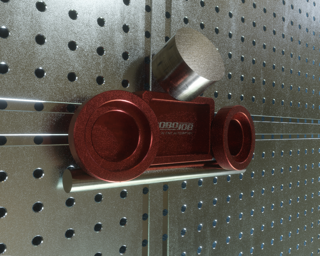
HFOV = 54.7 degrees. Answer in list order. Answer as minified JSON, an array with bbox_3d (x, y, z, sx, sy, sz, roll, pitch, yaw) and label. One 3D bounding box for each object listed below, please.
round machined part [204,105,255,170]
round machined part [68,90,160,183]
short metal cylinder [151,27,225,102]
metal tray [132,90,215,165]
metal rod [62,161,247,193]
[{"bbox_3d":[0.104,0.015,0.475,0.099,0.042,0.097,2,87,-47],"label":"round machined part"},{"bbox_3d":[-0.053,0.009,0.343,0.099,0.042,0.097,2,87,-32],"label":"round machined part"},{"bbox_3d":[0.036,-0.081,0.399,0.080,0.050,0.080,21,52,-29],"label":"short metal cylinder"},{"bbox_3d":[0.020,0.001,0.417,0.131,0.030,0.089,1,90,-40],"label":"metal tray"},{"bbox_3d":[0.019,0.059,0.420,0.302,0.025,0.025,2,89,-40],"label":"metal rod"}]
